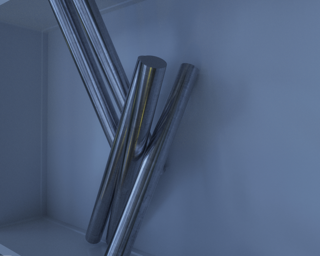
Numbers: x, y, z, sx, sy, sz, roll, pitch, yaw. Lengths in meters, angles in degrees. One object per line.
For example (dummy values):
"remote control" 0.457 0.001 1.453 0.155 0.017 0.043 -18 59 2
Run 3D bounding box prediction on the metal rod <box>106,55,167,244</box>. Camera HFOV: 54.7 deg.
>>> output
"metal rod" -0.038 0.053 0.377 0.025 0.025 0.298 43 135 31

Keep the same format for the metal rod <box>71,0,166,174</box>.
"metal rod" -0.058 -0.073 0.371 0.025 0.025 0.299 -8 112 40

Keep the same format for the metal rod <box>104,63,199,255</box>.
"metal rod" -0.017 0.061 0.339 0.025 0.025 0.299 8 69 40

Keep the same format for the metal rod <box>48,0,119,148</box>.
"metal rod" -0.081 -0.049 0.397 0.025 0.025 0.298 -8 109 40

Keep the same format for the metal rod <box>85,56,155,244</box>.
"metal rod" -0.057 0.049 0.399 0.025 0.025 0.298 43 128 31
